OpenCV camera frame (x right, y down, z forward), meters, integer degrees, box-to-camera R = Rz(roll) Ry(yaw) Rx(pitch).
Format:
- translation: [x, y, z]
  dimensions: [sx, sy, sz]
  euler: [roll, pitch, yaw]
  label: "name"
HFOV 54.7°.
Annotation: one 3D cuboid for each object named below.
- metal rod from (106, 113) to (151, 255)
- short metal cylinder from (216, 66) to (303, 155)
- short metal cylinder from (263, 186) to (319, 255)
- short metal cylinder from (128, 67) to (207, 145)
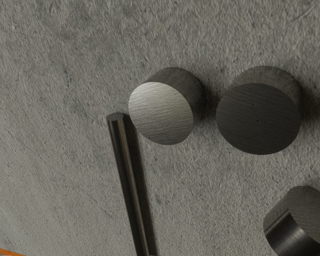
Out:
- translation: [-0.046, 0.114, 0.501]
  dimensions: [0.025, 0.025, 0.298]
  euler: [7, 122, 24]
  label: "metal rod"
- translation: [0.105, -0.019, 0.324]
  dimensions: [0.080, 0.050, 0.079]
  euler: [13, 124, 21]
  label: "short metal cylinder"
- translation: [0.167, 0.114, 0.353]
  dimensions: [0.080, 0.080, 0.050]
  euler: [30, 128, 9]
  label: "short metal cylinder"
- translation: [0.010, -0.026, 0.369]
  dimensions: [0.080, 0.050, 0.079]
  euler: [13, 124, 21]
  label: "short metal cylinder"
